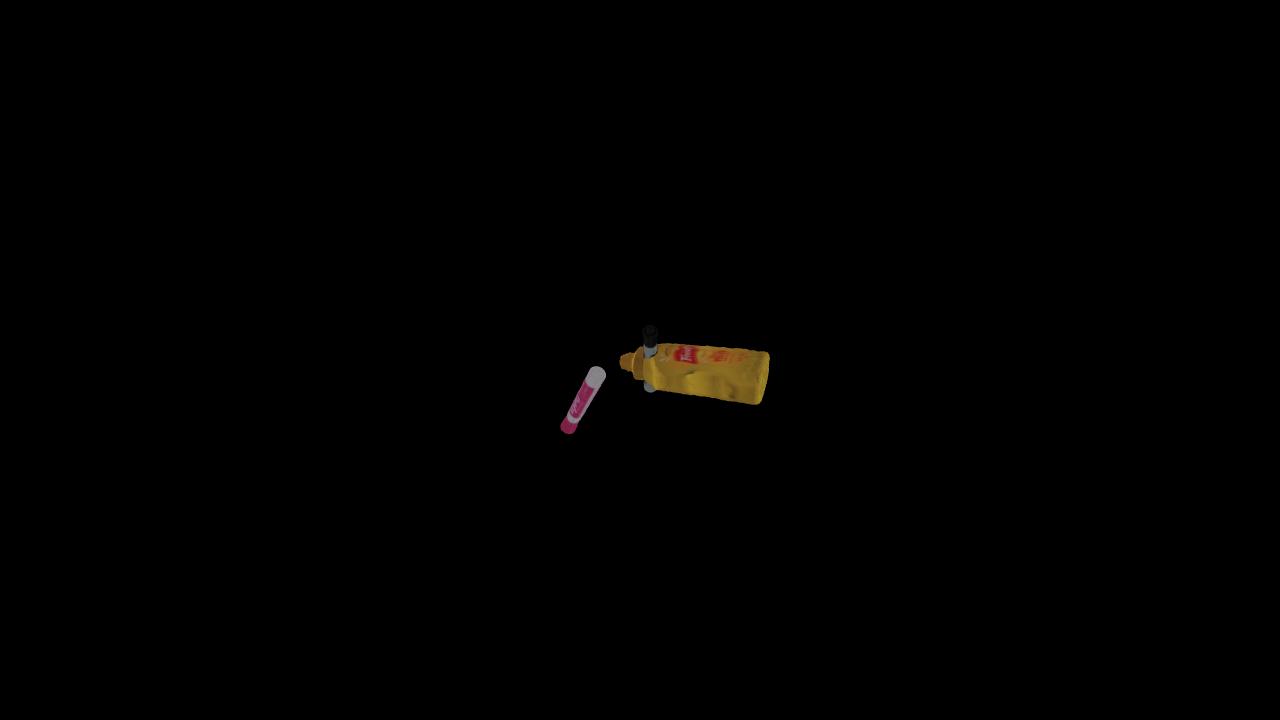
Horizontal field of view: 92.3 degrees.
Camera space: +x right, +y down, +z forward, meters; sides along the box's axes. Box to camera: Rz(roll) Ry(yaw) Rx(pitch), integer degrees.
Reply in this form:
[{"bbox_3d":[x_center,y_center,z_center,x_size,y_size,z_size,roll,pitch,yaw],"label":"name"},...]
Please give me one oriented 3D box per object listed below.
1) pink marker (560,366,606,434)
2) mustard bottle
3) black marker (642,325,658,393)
[{"bbox_3d":[-0.065,0.048,0.683,0.020,0.020,0.121,0,-35,-26],"label":"pink marker"},{"bbox_3d":[0.062,0.012,0.759,0.184,0.054,0.092,7,33,17],"label":"mustard bottle"},{"bbox_3d":[0.013,-0.001,0.763,0.020,0.020,0.121,0,-37,1],"label":"black marker"}]
